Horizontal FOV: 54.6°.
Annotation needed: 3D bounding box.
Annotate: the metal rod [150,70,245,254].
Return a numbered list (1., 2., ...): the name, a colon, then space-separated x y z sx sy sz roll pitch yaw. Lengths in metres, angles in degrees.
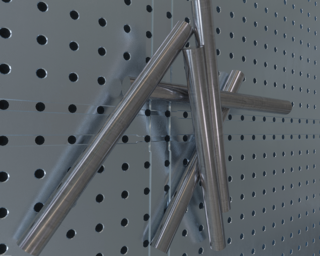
1. metal rod: 0.063 0.036 0.460 0.025 0.025 0.300 42 65 -32

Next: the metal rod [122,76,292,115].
1. metal rod: 0.087 -0.043 0.453 0.302 0.025 0.025 3 88 -32

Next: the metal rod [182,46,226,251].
1. metal rod: 0.064 0.042 0.422 0.025 0.025 0.298 -27 116 -37

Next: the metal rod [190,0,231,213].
1. metal rod: 0.072 -0.015 0.421 0.025 0.025 0.298 -27 117 -37

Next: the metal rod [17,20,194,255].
1. metal rod: -0.049 -0.003 0.342 0.025 0.025 0.300 43 71 -31
